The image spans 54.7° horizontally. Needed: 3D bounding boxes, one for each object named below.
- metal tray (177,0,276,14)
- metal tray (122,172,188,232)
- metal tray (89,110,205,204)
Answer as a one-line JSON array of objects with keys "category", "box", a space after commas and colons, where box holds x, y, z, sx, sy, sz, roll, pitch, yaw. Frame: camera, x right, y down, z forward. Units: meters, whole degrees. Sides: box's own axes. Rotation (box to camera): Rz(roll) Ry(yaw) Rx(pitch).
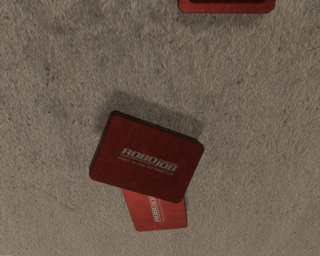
[{"category": "metal tray", "box": [0.062, -0.167, 0.262, 0.091, 0.030, 0.129, 0, 130, -1]}, {"category": "metal tray", "box": [-0.005, 0.119, 0.505, 0.091, 0.030, 0.129, -6, 130, 4]}, {"category": "metal tray", "box": [-0.017, 0.040, 0.412, 0.131, 0.030, 0.089, 20, 99, -17]}]
